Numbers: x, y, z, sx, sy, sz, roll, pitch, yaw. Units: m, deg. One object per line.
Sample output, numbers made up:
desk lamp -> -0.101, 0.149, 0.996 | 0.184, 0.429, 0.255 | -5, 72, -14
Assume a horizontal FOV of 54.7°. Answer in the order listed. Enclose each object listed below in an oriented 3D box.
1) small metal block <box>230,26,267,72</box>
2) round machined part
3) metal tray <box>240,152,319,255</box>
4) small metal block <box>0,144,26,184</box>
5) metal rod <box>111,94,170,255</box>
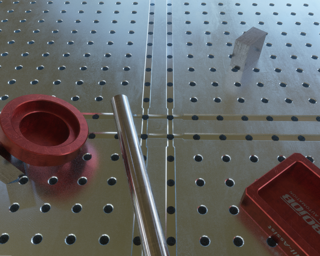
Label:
small metal block -> 0.142, -0.126, 0.498 | 0.025, 0.050, 0.050 | 35, 58, 26
round machined part -> -0.140, 0.007, 0.373 | 0.099, 0.042, 0.098 | 20, 39, -17
metal tray -> 0.163, 0.096, 0.324 | 0.091, 0.030, 0.130 | -29, 56, -22
small metal block -> -0.186, 0.030, 0.362 | 0.025, 0.050, 0.050 | -26, 54, -4
metal rod -> -0.020, 0.073, 0.345 | 0.025, 0.025, 0.300 | -11, 51, -9
